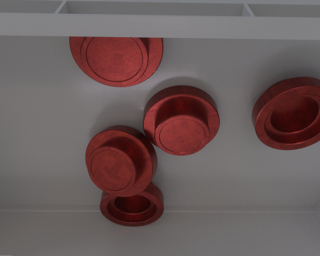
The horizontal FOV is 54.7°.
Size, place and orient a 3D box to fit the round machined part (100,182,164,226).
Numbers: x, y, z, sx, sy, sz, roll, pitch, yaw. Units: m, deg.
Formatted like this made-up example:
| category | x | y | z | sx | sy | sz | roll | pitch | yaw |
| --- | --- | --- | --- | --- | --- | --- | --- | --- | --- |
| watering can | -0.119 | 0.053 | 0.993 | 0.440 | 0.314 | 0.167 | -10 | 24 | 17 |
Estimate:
| category | x | y | z | sx | sy | sz | roll | pitch | yaw |
| --- | --- | --- | --- | --- | --- | --- | --- | --- | --- |
| round machined part | -0.043 | 0.111 | 0.492 | 0.099 | 0.042 | 0.097 | 0 | 131 | 0 |

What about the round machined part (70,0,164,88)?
| category | x | y | z | sx | sy | sz | roll | pitch | yaw |
| --- | --- | --- | --- | --- | --- | --- | --- | --- | --- |
| round machined part | -0.045 | -0.083 | 0.326 | 0.099 | 0.042 | 0.097 | 0 | 130 | 0 |

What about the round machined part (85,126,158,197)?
| category | x | y | z | sx | sy | sz | roll | pitch | yaw |
| --- | --- | --- | --- | --- | --- | --- | --- | --- | --- |
| round machined part | -0.056 | 0.049 | 0.412 | 0.098 | 0.042 | 0.097 | 5 | 108 | 16 |

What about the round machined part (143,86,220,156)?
| category | x | y | z | sx | sy | sz | roll | pitch | yaw |
| --- | --- | --- | --- | --- | --- | --- | --- | --- | --- |
| round machined part | 0.027 | -0.002 | 0.396 | 0.099 | 0.042 | 0.097 | 0 | 130 | 0 |

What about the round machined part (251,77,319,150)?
| category | x | y | z | sx | sy | sz | roll | pitch | yaw |
| --- | --- | --- | --- | --- | --- | --- | --- | --- | --- |
| round machined part | 0.162 | -0.022 | 0.381 | 0.099 | 0.042 | 0.097 | 0 | 130 | 0 |
